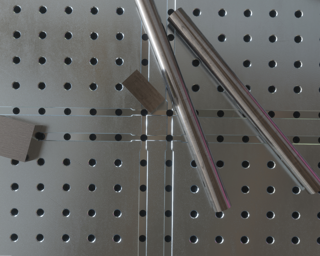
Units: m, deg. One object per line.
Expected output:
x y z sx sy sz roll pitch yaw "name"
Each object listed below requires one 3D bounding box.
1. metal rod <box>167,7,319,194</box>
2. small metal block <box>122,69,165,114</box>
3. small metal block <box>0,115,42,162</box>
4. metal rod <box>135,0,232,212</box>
0.114 -0.036 0.414 0.025 0.025 0.300 -39 90 0 "metal rod"
-0.020 -0.045 0.401 0.025 0.050 0.050 -43 90 0 "small metal block"
-0.192 0.014 0.412 0.050 0.025 0.050 15 90 0 "small metal block"
0.031 -0.033 0.413 0.025 0.025 0.299 -21 90 0 "metal rod"
